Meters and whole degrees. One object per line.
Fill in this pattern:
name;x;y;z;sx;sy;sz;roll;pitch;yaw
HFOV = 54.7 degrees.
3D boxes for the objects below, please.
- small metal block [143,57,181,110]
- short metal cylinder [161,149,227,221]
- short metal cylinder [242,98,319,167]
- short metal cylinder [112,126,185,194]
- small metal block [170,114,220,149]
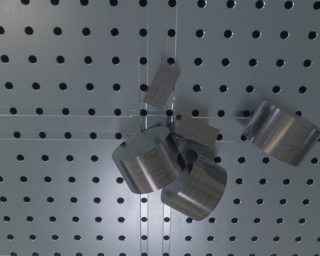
small metal block;0.002;-0.056;0.379;0.025;0.050;0.050;24;108;-9
short metal cylinder;0.044;0.075;0.412;0.050;0.080;0.080;31;107;-11
short metal cylinder;0.152;0.004;0.387;0.080;0.080;0.050;25;108;-9
short metal cylinder;-0.014;0.040;0.398;0.080;0.080;0.050;-23;109;8
small metal block;0.042;0.004;0.399;0.050;0.050;0.025;23;86;-9
